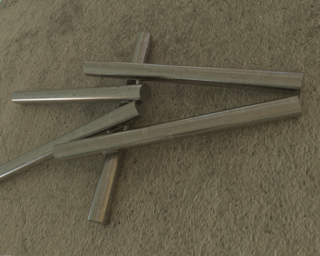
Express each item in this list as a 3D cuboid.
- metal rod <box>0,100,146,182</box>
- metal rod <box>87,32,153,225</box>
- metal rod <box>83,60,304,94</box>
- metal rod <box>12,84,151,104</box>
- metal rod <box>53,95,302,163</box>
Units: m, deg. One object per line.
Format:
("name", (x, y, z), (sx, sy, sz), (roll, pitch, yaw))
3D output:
("metal rod", (-0.155, 0.031, 0.448), (0.300, 0.025, 0.025), (-23, 53, 20))
("metal rod", (-0.050, -0.017, 0.441), (0.025, 0.025, 0.299), (-3, 60, 26))
("metal rod", (0.026, -0.071, 0.413), (0.301, 0.025, 0.025), (8, 66, 24))
("metal rod", (-0.142, -0.051, 0.491), (0.300, 0.025, 0.025), (3, 63, 35))
("metal rod", (0.009, 0.005, 0.376), (0.301, 0.025, 0.025), (-11, 57, 13))
